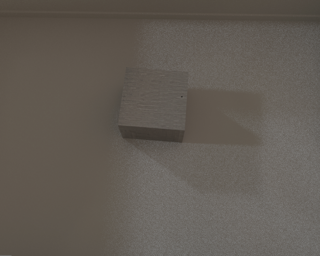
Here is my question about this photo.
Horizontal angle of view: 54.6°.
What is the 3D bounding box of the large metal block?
[{"bbox_3d":[-0.007,-0.029,0.407,0.080,0.050,0.080,5,70,2],"label":"large metal block"}]
